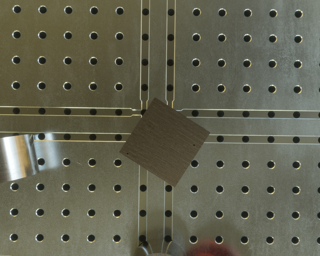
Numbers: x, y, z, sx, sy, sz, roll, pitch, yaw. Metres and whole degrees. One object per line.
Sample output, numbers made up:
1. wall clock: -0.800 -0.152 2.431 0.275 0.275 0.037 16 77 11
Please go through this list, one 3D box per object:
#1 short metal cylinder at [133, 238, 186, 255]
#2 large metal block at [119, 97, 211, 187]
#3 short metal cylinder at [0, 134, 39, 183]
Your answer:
1. short metal cylinder: -0.001 0.192 0.401 0.081 0.050 0.079 0 90 0
2. large metal block: 0.006 0.017 0.401 0.080 0.050 0.080 33 90 0
3. short metal cylinder: -0.196 0.039 0.384 0.080 0.080 0.050 -11 90 0
